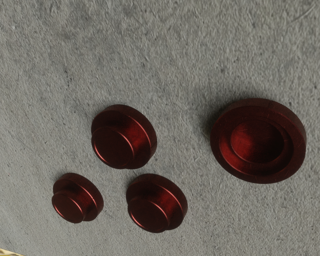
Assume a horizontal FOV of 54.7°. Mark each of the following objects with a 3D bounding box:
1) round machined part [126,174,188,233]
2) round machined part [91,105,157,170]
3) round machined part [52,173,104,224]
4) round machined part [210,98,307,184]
[{"bbox_3d":[-0.010,0.122,0.477,0.098,0.042,0.097,13,124,21],"label":"round machined part"},{"bbox_3d":[-0.057,0.019,0.438,0.098,0.042,0.097,13,124,21],"label":"round machined part"},{"bbox_3d":[-0.155,0.133,0.560,0.098,0.042,0.097,13,124,21],"label":"round machined part"},{"bbox_3d":[0.109,0.011,0.345,0.098,0.042,0.097,13,124,21],"label":"round machined part"}]
